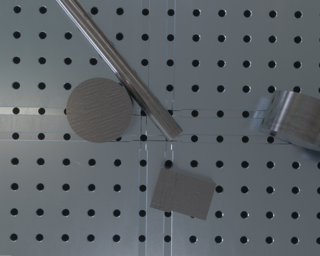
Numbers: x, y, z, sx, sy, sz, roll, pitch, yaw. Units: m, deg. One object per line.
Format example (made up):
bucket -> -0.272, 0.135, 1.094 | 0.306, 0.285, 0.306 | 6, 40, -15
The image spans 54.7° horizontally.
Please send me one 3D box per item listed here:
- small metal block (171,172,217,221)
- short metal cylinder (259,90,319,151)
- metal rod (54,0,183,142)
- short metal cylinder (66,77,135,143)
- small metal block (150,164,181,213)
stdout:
small metal block -> 0.042, 0.089, 0.414 | 0.050, 0.025, 0.050 | 16, 90, 0
short metal cylinder -> 0.172, -0.009, 0.387 | 0.080, 0.080, 0.050 | 22, 90, 0
metal rod -> -0.073, -0.106, 0.412 | 0.025, 0.025, 0.300 | -39, 90, 0
short metal cylinder -> -0.073, -0.022, 0.400 | 0.081, 0.050, 0.079 | 0, 90, 0
small metal block -> 0.007, 0.076, 0.401 | 0.025, 0.050, 0.050 | 16, 90, 0
